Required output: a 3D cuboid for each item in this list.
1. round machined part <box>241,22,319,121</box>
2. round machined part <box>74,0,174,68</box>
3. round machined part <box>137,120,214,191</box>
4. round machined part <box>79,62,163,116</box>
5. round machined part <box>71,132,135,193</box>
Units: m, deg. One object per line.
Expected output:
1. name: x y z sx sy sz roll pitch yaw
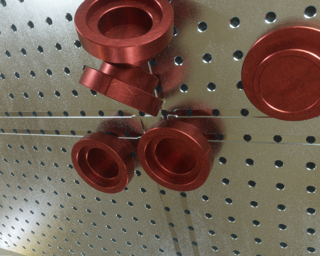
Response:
1. round machined part: 0.129 -0.049 0.302 0.098 0.042 0.097 13 124 20
2. round machined part: -0.035 -0.101 0.324 0.098 0.098 0.042 22 149 15
3. round machined part: 0.023 0.032 0.407 0.098 0.042 0.097 13 124 20
4. round machined part: -0.040 -0.052 0.363 0.098 0.098 0.042 25 93 12
5. round machined part: -0.082 0.048 0.471 0.098 0.042 0.097 13 124 20
